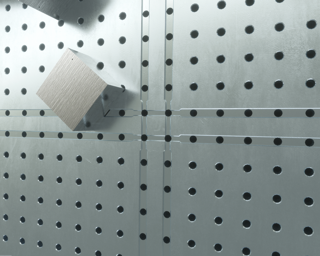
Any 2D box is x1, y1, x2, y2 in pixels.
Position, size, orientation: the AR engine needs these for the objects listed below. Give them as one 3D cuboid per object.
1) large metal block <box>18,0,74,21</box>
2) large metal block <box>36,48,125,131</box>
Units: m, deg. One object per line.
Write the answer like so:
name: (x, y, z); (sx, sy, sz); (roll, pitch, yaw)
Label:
large metal block: (-0.160, -0.212, 0.438); (0.080, 0.080, 0.050); (-45, 77, 14)
large metal block: (-0.112, -0.052, 0.437); (0.080, 0.050, 0.080); (43, 103, 14)
